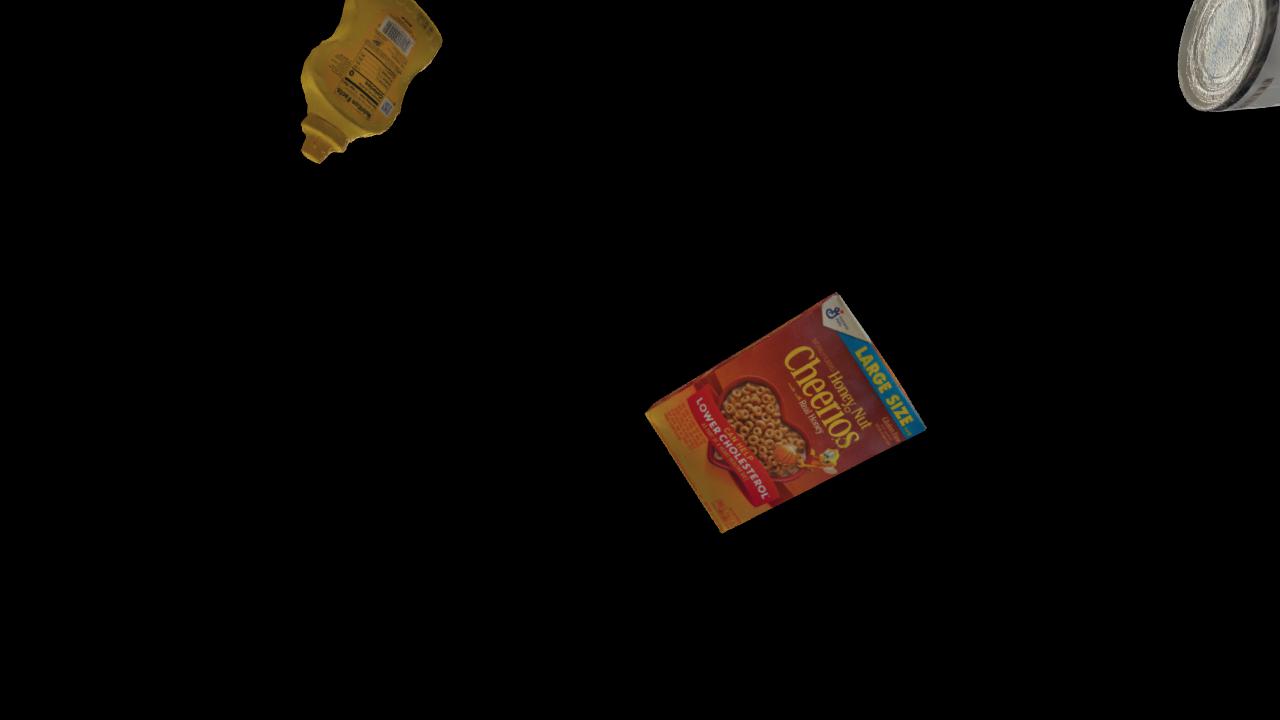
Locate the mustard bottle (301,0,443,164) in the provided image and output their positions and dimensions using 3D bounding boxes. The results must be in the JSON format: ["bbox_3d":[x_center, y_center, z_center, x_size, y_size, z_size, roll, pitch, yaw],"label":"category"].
[{"bbox_3d":[-0.272,-0.270,0.595,0.054,0.184,0.092,20,-11,33],"label":"mustard bottle"}]

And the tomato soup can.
[{"bbox_3d":[0.319,-0.151,0.276,0.101,0.068,0.068,-1,0,15],"label":"tomato soup can"}]

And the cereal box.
[{"bbox_3d":[0.187,0.074,0.830,0.306,0.203,0.081,-32,1,18],"label":"cereal box"}]
